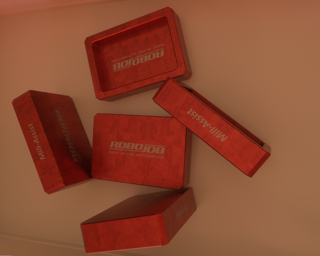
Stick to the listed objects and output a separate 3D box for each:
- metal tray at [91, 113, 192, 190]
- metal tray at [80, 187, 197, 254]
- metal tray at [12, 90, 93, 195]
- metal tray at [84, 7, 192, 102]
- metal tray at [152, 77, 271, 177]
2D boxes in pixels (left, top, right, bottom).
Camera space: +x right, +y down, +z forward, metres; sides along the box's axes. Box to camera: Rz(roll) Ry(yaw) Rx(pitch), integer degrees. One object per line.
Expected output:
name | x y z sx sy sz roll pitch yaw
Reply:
metal tray | -0.026 0.028 0.413 0.130 0.030 0.089 4 91 19
metal tray | -0.017 0.101 0.357 0.090 0.130 0.030 -13 86 19
metal tray | -0.136 0.017 0.420 0.030 0.090 0.129 -26 82 17
metal tray | -0.031 -0.095 0.416 0.130 0.030 0.090 -14 85 19
metal tray | 0.062 -0.004 0.351 0.130 0.090 0.030 40 103 15
